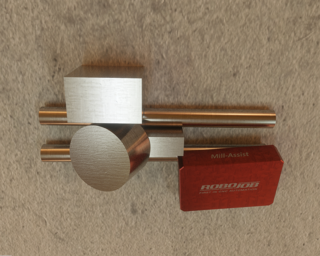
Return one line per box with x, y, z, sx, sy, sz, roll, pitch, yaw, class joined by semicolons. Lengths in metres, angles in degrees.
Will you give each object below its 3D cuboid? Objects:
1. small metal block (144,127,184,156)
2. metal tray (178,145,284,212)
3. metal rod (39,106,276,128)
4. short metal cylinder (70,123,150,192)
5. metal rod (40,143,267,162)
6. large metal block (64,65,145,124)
0.004;0.014;0.402;0.050;0.050;0.025;1;110;-1;small metal block
0.091;0.070;0.420;0.131;0.030;0.089;-4;128;-1;metal tray
-0.002;-0.014;0.406;0.302;0.025;0.025;1;110;-1;metal rod
-0.059;0.028;0.369;0.080;0.050;0.079;8;110;22;short metal cylinder
-0.007;0.034;0.424;0.302;0.025;0.025;0;110;-1;metal rod
-0.060;-0.042;0.366;0.081;0.080;0.050;1;110;-1;large metal block
